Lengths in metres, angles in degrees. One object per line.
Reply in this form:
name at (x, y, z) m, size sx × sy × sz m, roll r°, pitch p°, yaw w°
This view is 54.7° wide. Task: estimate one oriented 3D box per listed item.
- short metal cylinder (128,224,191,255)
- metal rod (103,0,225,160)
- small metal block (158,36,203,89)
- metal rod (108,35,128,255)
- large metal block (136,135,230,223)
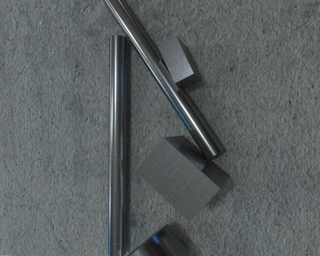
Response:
short metal cylinder at (-0.007, 0.164, 0.381) m, size 0.080 × 0.080 × 0.050 m, roll -42°, pitch 77°, yaw 15°
metal rod at (-0.009, -0.091, 0.411) m, size 0.025 × 0.025 × 0.299 m, roll -36°, pitch 79°, yaw 16°
small metal block at (0.026, -0.080, 0.386) m, size 0.025 × 0.050 × 0.050 m, roll -26°, pitch 82°, yaw 18°
metal rod at (-0.058, 0.024, 0.428) m, size 0.025 × 0.025 × 0.298 m, roll 0°, pitch 90°, yaw 19°
large metal block at (0.031, 0.055, 0.368) m, size 0.080 × 0.080 × 0.050 m, roll 42°, pitch 103°, yaw 15°
